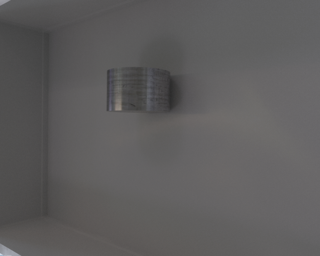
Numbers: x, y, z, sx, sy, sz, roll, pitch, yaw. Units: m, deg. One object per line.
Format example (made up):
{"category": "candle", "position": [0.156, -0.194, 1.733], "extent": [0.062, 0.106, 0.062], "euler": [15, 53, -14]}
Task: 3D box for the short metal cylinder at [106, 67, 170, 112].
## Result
{"category": "short metal cylinder", "position": [-0.027, -0.046, 0.394], "extent": [0.080, 0.081, 0.050], "euler": [1, 91, 40]}
